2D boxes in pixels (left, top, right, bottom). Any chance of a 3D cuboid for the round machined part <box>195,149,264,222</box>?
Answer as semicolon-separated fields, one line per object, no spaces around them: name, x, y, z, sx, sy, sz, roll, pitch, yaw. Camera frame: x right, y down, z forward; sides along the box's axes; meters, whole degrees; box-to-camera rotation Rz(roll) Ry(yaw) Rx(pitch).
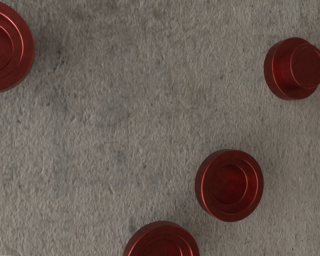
round machined part;0.093;0.078;0.436;0.099;0.042;0.097;0;90;-21

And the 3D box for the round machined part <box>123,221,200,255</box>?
round machined part;-0.001;0.169;0.401;0.099;0.042;0.097;0;90;-21

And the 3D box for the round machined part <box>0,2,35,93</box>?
round machined part;-0.187;-0.084;0.331;0.099;0.042;0.097;0;90;-21

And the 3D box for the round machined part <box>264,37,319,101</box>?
round machined part;0.215;-0.093;0.481;0.099;0.042;0.097;0;90;-21
